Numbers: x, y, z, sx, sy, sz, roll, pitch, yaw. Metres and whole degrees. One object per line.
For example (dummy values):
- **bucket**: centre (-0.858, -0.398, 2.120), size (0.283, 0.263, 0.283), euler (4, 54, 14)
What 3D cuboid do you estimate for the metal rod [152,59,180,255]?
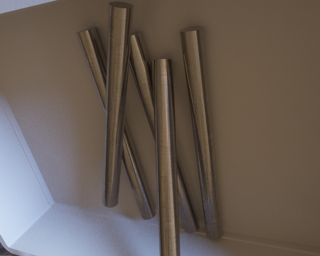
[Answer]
- **metal rod**: centre (0.009, 0.070, 0.372), size (0.025, 0.025, 0.298), euler (0, 95, 28)

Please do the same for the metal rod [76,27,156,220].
- **metal rod**: centre (-0.055, 0.010, 0.443), size (0.025, 0.025, 0.298), euler (-1, 118, 29)

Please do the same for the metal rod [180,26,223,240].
- **metal rod**: centre (0.057, 0.026, 0.394), size (0.025, 0.025, 0.298), euler (4, 120, 26)

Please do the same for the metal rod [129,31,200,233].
- **metal rod**: centre (0.007, 0.022, 0.418), size (0.025, 0.025, 0.298), euler (-3, 117, 30)

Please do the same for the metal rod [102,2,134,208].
- **metal rod**: centre (-0.059, -0.005, 0.402), size (0.025, 0.025, 0.298), euler (20, 126, 16)
